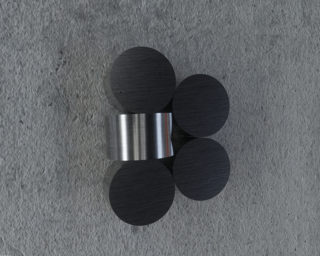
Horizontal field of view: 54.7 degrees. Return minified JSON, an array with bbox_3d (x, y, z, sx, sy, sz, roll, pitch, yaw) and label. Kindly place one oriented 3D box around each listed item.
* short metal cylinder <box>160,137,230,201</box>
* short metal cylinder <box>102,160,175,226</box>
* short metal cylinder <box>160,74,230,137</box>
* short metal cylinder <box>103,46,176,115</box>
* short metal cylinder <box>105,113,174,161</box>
[{"bbox_3d":[0.045,0.051,0.413,0.081,0.050,0.080,0,91,-19],"label":"short metal cylinder"},{"bbox_3d":[-0.028,0.075,0.387,0.081,0.050,0.080,0,90,-19],"label":"short metal cylinder"},{"bbox_3d":[0.044,-0.029,0.412,0.081,0.050,0.080,0,91,-20],"label":"short metal cylinder"},{"bbox_3d":[-0.027,-0.056,0.387,0.081,0.050,0.080,0,90,-19],"label":"short metal cylinder"},{"bbox_3d":[-0.025,0.009,0.372,0.081,0.080,0.050,-3,92,-20],"label":"short metal cylinder"}]
